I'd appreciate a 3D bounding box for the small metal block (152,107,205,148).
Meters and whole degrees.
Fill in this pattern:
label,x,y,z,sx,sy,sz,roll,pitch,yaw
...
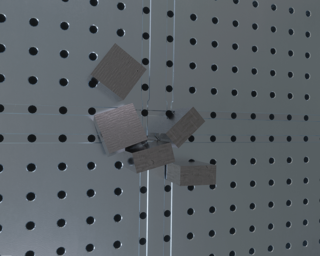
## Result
label,x,y,z,sx,sy,sz,roll,pitch,yaw
small metal block,0.024,-0.001,0.408,0.050,0.050,0.025,-44,104,-15

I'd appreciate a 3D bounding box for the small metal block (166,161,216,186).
label,x,y,z,sx,sy,sz,roll,pitch,yaw
small metal block,0.040,0.060,0.414,0.050,0.050,0.025,2,90,-20

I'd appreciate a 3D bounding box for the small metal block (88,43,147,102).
label,x,y,z,sx,sy,sz,roll,pitch,yaw
small metal block,-0.054,-0.069,0.392,0.050,0.025,0.050,38,78,-16

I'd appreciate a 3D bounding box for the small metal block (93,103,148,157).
label,x,y,z,sx,sy,sz,roll,pitch,yaw
small metal block,-0.050,0.003,0.387,0.050,0.025,0.050,-20,80,-19

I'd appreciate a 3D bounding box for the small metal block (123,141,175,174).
label,x,y,z,sx,sy,sz,roll,pitch,yaw
small metal block,-0.015,0.035,0.393,0.050,0.050,0.025,-15,96,-19
